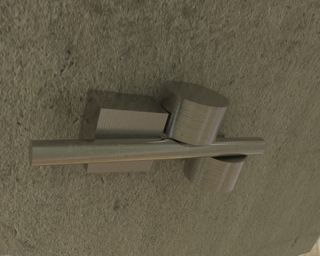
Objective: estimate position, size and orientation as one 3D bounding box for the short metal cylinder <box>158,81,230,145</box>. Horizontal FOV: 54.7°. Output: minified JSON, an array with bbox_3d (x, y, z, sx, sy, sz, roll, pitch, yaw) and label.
[{"bbox_3d":[0.039,-0.020,0.384,0.081,0.080,0.050,2,118,-30],"label":"short metal cylinder"}]

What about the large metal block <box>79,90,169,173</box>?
[{"bbox_3d":[-0.046,0.005,0.367,0.081,0.050,0.079,3,117,-30],"label":"large metal block"}]

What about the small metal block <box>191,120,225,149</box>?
[{"bbox_3d":[0.051,0.008,0.425,0.050,0.050,0.025,1,118,-29],"label":"small metal block"}]

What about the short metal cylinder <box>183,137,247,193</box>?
[{"bbox_3d":[0.078,0.048,0.447,0.081,0.080,0.050,0,119,-29],"label":"short metal cylinder"}]

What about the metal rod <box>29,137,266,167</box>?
[{"bbox_3d":[0.010,0.024,0.364,0.303,0.025,0.025,0,118,-30],"label":"metal rod"}]
